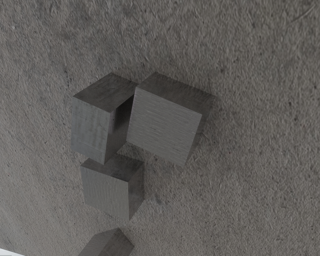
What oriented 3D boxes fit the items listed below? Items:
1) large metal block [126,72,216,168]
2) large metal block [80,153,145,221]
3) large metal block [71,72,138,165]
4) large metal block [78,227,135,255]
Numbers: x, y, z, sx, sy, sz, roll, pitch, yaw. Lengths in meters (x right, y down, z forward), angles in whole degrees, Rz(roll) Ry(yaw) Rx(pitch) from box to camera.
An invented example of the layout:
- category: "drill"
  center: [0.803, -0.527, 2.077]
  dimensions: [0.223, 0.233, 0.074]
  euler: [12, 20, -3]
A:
- category: "large metal block"
  center: [0.011, -0.011, 0.378]
  dimensions: [0.080, 0.050, 0.079]
  euler: [24, 127, 13]
- category: "large metal block"
  center: [-0.072, 0.087, 0.482]
  dimensions: [0.080, 0.050, 0.079]
  euler: [15, 125, 19]
- category: "large metal block"
  center: [-0.068, -0.014, 0.398]
  dimensions: [0.050, 0.080, 0.079]
  euler: [24, 127, 14]
- category: "large metal block"
  center: [-0.108, 0.240, 0.577]
  dimensions: [0.080, 0.080, 0.050]
  euler: [-29, 102, 37]
